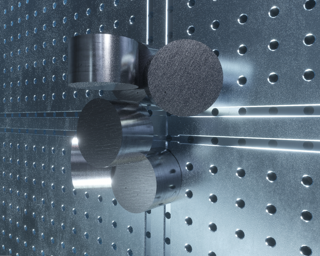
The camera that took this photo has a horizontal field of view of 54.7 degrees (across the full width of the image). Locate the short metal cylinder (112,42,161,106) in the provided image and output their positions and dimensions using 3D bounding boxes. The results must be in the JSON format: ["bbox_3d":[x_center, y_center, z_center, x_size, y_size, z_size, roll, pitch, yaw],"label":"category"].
[{"bbox_3d":[-0.021,-0.069,0.410,0.080,0.050,0.079,1,91,40],"label":"short metal cylinder"}]

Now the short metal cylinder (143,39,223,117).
[{"bbox_3d":[0.023,-0.055,0.345,0.050,0.081,0.079,-138,56,-78],"label":"short metal cylinder"}]

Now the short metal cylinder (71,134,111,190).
[{"bbox_3d":[-0.093,0.047,0.444,0.050,0.080,0.080,-2,89,-4],"label":"short metal cylinder"}]

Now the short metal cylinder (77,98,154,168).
[{"bbox_3d":[-0.055,0.006,0.372,0.080,0.050,0.079,0,90,40],"label":"short metal cylinder"}]

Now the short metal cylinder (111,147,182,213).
[{"bbox_3d":[-0.019,0.067,0.408,0.080,0.050,0.079,1,91,39],"label":"short metal cylinder"}]

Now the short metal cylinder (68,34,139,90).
[{"bbox_3d":[-0.065,-0.073,0.360,0.080,0.081,0.050,1,91,40],"label":"short metal cylinder"}]
